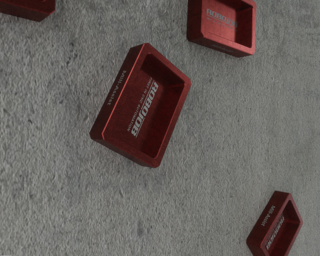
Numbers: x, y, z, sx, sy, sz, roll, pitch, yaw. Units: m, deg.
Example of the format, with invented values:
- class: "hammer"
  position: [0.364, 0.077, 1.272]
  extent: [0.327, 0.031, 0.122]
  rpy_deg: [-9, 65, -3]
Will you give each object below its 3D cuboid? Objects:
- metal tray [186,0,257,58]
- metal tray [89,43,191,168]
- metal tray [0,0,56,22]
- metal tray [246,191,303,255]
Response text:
- class: "metal tray"
  position: [0.100, -0.168, 0.483]
  extent: [0.131, 0.030, 0.089]
  rpy_deg: [4, 87, -40]
- class: "metal tray"
  position: [-0.019, -0.027, 0.384]
  extent: [0.090, 0.030, 0.130]
  rpy_deg: [34, 69, -35]
- class: "metal tray"
  position: [-0.143, -0.174, 0.280]
  extent: [0.091, 0.030, 0.129]
  rpy_deg: [3, 88, -40]
- class: "metal tray"
  position: [0.220, 0.196, 0.585]
  extent: [0.131, 0.030, 0.090]
  rpy_deg: [-45, 117, -30]
